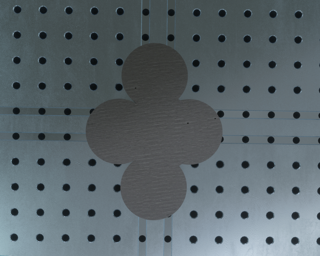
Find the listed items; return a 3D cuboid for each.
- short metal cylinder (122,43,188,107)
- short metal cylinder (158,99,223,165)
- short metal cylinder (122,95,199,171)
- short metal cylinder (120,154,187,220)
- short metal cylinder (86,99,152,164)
[{"bbox_3d":[-0.007,-0.064,0.400,0.081,0.050,0.079,0,90,-1],"label":"short metal cylinder"},{"bbox_3d":[0.036,0.005,0.400,0.081,0.050,0.079,0,90,0],"label":"short metal cylinder"},{"bbox_3d":[0.001,0.005,0.350,0.081,0.050,0.079,0,90,0],"label":"short metal cylinder"},{"bbox_3d":[-0.008,0.072,0.400,0.081,0.050,0.080,0,88,-1],"label":"short metal cylinder"},{"bbox_3d":[-0.050,0.004,0.400,0.081,0.050,0.079,0,90,0],"label":"short metal cylinder"}]
